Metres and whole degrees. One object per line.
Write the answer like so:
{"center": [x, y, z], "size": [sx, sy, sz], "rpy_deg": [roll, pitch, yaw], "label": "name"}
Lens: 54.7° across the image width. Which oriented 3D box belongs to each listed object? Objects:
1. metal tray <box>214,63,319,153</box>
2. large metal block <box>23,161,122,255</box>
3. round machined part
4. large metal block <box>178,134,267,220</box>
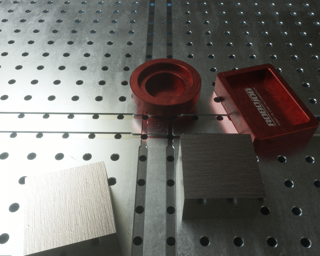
{"center": [0.142, -0.033, 0.432], "size": [0.091, 0.030, 0.130], "rpy_deg": [-12, 51, -10], "label": "metal tray"}
{"center": [-0.088, 0.088, 0.316], "size": [0.081, 0.050, 0.080], "rpy_deg": [-11, 51, -10], "label": "large metal block"}
{"center": [0.008, -0.052, 0.441], "size": [0.099, 0.042, 0.098], "rpy_deg": [0, 50, 0], "label": "round machined part"}
{"center": [0.064, 0.054, 0.347], "size": [0.081, 0.050, 0.080], "rpy_deg": [0, 50, -1], "label": "large metal block"}
